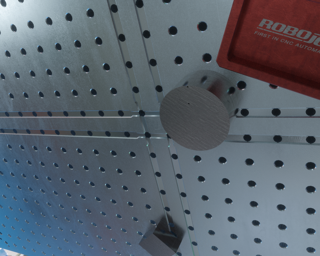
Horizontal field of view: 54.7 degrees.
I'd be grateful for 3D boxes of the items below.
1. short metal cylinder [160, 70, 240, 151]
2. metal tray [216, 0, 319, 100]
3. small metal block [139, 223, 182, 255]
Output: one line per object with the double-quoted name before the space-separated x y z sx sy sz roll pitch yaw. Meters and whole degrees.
"short metal cylinder" 0.047 -0.021 0.357 0.080 0.050 0.079 13 124 20
"metal tray" 0.128 -0.083 0.288 0.130 0.030 0.089 22 127 14
"small metal block" 0.000 0.198 0.532 0.050 0.025 0.050 41 129 0
